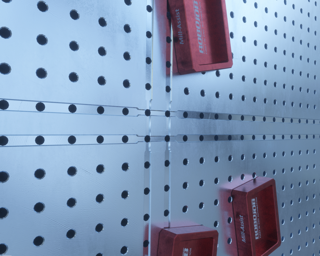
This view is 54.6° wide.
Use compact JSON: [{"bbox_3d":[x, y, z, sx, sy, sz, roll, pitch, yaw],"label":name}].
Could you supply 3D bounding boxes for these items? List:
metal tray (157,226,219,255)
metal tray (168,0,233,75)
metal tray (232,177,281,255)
[{"bbox_3d":[0.036,0.208,0.435,0.091,0.030,0.129,11,83,-39],"label":"metal tray"},{"bbox_3d":[0.061,-0.148,0.454,0.091,0.030,0.129,-15,100,-39],"label":"metal tray"},{"bbox_3d":[0.173,0.161,0.549,0.091,0.030,0.129,-13,99,-39],"label":"metal tray"}]
